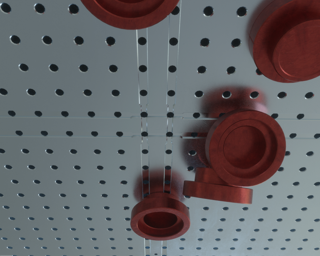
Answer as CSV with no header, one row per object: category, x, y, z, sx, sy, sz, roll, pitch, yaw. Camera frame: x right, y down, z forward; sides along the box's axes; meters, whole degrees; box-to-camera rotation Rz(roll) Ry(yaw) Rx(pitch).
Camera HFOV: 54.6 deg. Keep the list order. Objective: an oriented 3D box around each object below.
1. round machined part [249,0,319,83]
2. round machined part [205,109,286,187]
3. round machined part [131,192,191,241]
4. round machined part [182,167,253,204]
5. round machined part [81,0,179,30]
round machined part,0.148,-0.088,0.326,0.099,0.042,0.097,0,130,0
round machined part,0.107,0.023,0.402,0.099,0.042,0.097,-1,100,-6
round machined part,0.001,0.146,0.524,0.099,0.042,0.097,0,130,0
round machined part,0.084,0.082,0.449,0.098,0.042,0.098,7,170,2
round machined part,-0.027,-0.143,0.278,0.099,0.042,0.097,0,130,0
